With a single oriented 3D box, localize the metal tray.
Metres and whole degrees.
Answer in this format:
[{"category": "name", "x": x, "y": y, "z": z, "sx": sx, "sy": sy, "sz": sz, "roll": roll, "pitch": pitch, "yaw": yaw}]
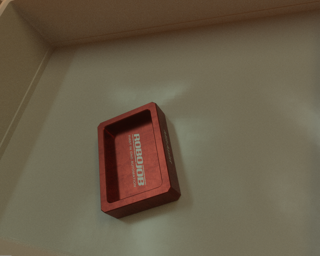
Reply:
[{"category": "metal tray", "x": -0.031, "y": 0.038, "z": 0.393, "sx": 0.090, "sy": 0.030, "sz": 0.130, "roll": -21, "pitch": 54, "yaw": 15}]
